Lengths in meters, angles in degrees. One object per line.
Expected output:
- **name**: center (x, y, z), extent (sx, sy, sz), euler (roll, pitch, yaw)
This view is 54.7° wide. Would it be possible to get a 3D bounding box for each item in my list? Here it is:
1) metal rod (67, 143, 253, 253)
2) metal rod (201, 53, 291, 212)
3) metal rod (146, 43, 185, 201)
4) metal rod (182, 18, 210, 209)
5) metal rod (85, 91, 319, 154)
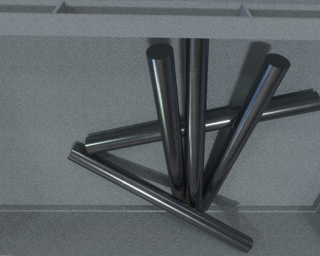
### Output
- **metal rod**: center (0.006, 0.106, 0.456), extent (0.301, 0.025, 0.025), euler (30, 125, -8)
- **metal rod**: center (0.093, 0.033, 0.412), extent (0.025, 0.025, 0.298), euler (6, 138, -6)
- **metal rod**: center (0.017, 0.024, 0.397), extent (0.025, 0.025, 0.299), euler (-5, 140, 4)
- **metal rod**: center (0.044, 0.013, 0.386), extent (0.025, 0.025, 0.298), euler (-3, 133, 2)
- **metal rod**: center (0.048, -0.005, 0.405), extent (0.301, 0.025, 0.025), euler (-11, 129, 9)
